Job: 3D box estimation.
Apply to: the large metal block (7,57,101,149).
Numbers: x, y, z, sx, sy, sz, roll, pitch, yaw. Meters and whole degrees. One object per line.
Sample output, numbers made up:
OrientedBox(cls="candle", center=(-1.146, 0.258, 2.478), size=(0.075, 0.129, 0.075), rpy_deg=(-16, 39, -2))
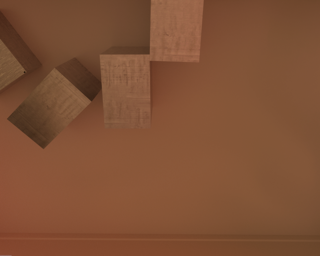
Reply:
OrientedBox(cls="large metal block", center=(-0.119, -0.033, 0.369), size=(0.080, 0.080, 0.050), rpy_deg=(-42, 105, 14))

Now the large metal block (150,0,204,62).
OrientedBox(cls="large metal block", center=(0.016, -0.119, 0.338), size=(0.050, 0.080, 0.079), rpy_deg=(2, 110, -1))

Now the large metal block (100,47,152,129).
OrientedBox(cls="large metal block", center=(-0.035, -0.051, 0.363), size=(0.050, 0.080, 0.079), rpy_deg=(0, 110, 0))

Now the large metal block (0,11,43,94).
OrientedBox(cls="large metal block", center=(-0.205, -0.083, 0.366), size=(0.080, 0.050, 0.080), rpy_deg=(-31, 107, 10))
